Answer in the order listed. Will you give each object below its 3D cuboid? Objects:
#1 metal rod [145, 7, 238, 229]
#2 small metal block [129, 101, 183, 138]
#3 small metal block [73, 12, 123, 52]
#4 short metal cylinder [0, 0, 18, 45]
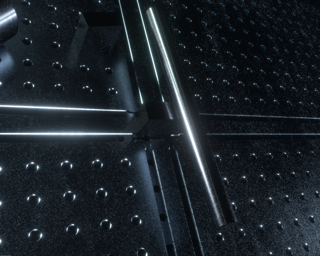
[{"bbox_3d":[0.030,-0.031,0.380,0.025,0.025,0.299,-2,63,-30],"label":"metal rod"},{"bbox_3d":[-0.005,-0.010,0.397,0.050,0.050,0.025,-1,63,-29],"label":"small metal block"},{"bbox_3d":[-0.086,-0.132,0.428,0.050,0.050,0.025,-14,70,-34],"label":"small metal block"},{"bbox_3d":[-0.206,-0.122,0.337,0.080,0.080,0.050,36,51,-5],"label":"short metal cylinder"}]
